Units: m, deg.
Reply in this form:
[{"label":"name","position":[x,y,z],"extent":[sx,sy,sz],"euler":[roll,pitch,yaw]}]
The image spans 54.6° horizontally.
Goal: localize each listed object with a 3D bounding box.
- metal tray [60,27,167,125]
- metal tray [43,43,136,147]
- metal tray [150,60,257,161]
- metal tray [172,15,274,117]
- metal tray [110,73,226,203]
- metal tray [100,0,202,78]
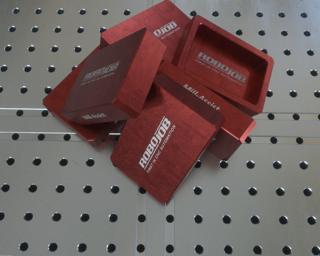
[{"label":"metal tray","position":[-0.057,-0.052,0.350],"extent":[0.030,0.130,0.090],"euler":[34,67,-33]},{"label":"metal tray","position":[-0.081,-0.050,0.427],"extent":[0.090,0.030,0.130],"euler":[37,74,11]},{"label":"metal tray","position":[0.045,-0.018,0.383],"extent":[0.130,0.090,0.030],"euler":[37,74,12]},{"label":"metal tray","position":[0.084,-0.079,0.413],"extent":[0.131,0.030,0.090],"euler":[24,71,-15]},{"label":"metal tray","position":[0.003,0.015,0.355],"extent":[0.090,0.129,0.030],"euler":[37,35,12]},{"label":"metal tray","position":[-0.006,-0.118,0.433],"extent":[0.131,0.030,0.090],"euler":[-38,77,-27]}]
